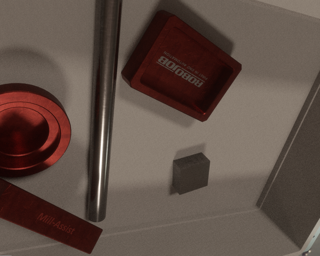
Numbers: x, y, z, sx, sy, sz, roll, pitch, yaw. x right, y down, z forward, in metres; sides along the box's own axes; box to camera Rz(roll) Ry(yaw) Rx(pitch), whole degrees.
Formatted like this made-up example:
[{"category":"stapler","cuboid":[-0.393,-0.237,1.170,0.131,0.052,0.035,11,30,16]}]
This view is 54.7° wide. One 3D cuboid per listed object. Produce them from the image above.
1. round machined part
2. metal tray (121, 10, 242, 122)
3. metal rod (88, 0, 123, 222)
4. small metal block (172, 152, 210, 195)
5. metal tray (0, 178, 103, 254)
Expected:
[{"category":"round machined part","cuboid":[-0.145,-0.001,0.318,0.099,0.042,0.097,-14,124,-21]},{"category":"metal tray","cuboid":[0.030,-0.070,0.380,0.131,0.030,0.090,23,106,-37]},{"category":"metal rod","cuboid":[-0.069,-0.006,0.368,0.025,0.025,0.298,-6,121,-26]},{"category":"small metal block","cuboid":[0.048,0.071,0.481,0.050,0.025,0.050,-14,124,-21]},{"category":"metal tray","cuboid":[-0.138,0.095,0.348,0.130,0.090,0.030,45,62,-40]}]
